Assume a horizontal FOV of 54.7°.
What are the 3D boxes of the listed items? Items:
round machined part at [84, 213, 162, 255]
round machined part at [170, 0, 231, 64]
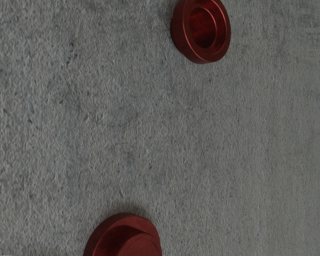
[{"bbox_3d":[-0.036,0.153,0.364,0.099,0.042,0.097,0,90,-40],"label":"round machined part"},{"bbox_3d":[0.053,-0.139,0.438,0.099,0.042,0.097,0,90,-40],"label":"round machined part"}]
